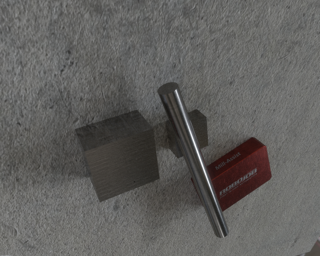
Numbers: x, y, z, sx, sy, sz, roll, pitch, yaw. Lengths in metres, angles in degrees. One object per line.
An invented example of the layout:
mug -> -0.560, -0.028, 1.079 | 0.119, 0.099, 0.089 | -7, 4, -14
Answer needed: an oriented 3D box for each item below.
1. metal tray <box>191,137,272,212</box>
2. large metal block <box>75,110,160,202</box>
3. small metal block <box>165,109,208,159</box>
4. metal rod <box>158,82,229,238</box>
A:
metal tray -> 0.125, 0.085, 0.527 | 0.131, 0.030, 0.090 | -32, 129, -8
large metal block -> -0.051, 0.034, 0.385 | 0.081, 0.050, 0.079 | -19, 126, -18
small metal block -> 0.039, 0.008, 0.435 | 0.050, 0.025, 0.050 | -21, 127, -16
metal rod -> 0.057, 0.066, 0.443 | 0.025, 0.025, 0.299 | -30, 126, -9
